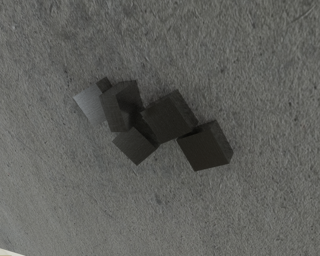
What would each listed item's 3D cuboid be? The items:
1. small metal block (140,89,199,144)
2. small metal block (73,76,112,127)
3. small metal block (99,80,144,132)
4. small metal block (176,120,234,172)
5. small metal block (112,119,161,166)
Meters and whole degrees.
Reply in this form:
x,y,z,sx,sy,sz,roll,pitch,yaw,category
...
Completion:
x,y,z,sx,sy,sz,roll,pitch,yaw,category
0.012,-0.014,0.392,0.050,0.025,0.050,-25,105,37,small metal block
-0.083,-0.036,0.429,0.050,0.025,0.050,-23,107,36,small metal block
-0.047,-0.029,0.398,0.025,0.050,0.050,-1,118,29,small metal block
0.057,0.023,0.391,0.050,0.025,0.050,-20,108,35,small metal block
-0.031,0.018,0.434,0.050,0.025,0.050,45,129,-3,small metal block
